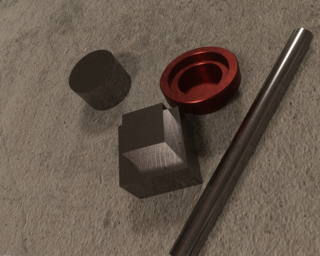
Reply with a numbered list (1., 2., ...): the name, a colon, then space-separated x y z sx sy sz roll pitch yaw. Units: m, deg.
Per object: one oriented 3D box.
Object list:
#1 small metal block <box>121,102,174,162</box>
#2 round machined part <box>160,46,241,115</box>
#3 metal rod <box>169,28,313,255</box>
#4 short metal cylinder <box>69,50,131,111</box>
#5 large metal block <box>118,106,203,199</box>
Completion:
1. small metal block: -0.014 0.005 0.343 0.050 0.025 0.050 -16 55 19
2. round machined part: 0.053 -0.055 0.392 0.098 0.042 0.098 -13 48 15
3. metal rod: 0.098 0.009 0.346 0.025 0.025 0.300 22 73 36
4. short metal cylinder: -0.092 -0.074 0.479 0.080 0.050 0.080 -13 56 20
5. large metal block: -0.001 0.031 0.369 0.080 0.050 0.080 -18 55 17
